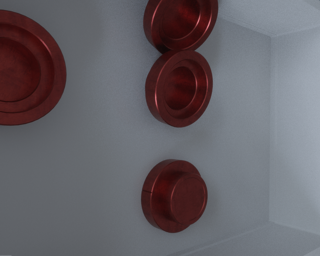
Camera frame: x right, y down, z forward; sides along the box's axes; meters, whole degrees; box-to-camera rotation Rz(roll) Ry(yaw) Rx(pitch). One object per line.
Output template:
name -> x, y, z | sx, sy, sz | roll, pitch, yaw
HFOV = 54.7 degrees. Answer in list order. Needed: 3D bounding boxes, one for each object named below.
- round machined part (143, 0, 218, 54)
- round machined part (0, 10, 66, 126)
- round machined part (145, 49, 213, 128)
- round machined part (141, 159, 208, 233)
round machined part -> 0.022, -0.143, 0.393 | 0.099, 0.042, 0.097 | -22, 139, -21
round machined part -> -0.140, -0.051, 0.278 | 0.099, 0.042, 0.097 | 0, 90, -40
round machined part -> 0.020, -0.052, 0.403 | 0.099, 0.042, 0.097 | -14, 113, -37
round machined part -> 0.026, 0.092, 0.418 | 0.099, 0.042, 0.097 | 0, 90, -40
